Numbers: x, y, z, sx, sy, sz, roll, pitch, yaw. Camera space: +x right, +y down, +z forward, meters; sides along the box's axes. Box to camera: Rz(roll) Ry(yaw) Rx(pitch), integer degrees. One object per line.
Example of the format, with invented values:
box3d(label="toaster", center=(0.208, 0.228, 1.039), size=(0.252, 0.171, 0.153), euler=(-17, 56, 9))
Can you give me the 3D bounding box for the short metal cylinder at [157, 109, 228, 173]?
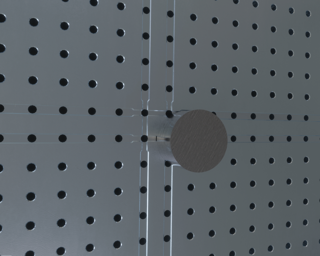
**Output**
box3d(label="short metal cylinder", center=(0.042, 0.016, 0.415), size=(0.081, 0.050, 0.080), euler=(0, 90, -20))
